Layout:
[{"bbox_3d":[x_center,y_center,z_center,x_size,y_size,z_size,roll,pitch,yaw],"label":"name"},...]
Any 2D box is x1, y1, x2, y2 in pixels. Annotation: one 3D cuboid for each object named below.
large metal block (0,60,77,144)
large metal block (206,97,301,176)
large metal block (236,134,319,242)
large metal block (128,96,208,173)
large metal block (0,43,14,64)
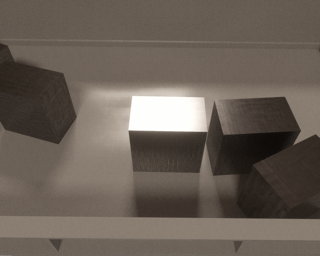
[{"bbox_3d":[-0.162,-0.032,0.394,0.080,0.080,0.050,14,52,11],"label":"large metal block"},{"bbox_3d":[0.102,0.011,0.361,0.081,0.080,0.050,-3,50,-3],"label":"large metal block"},{"bbox_3d":[0.134,0.063,0.318,0.081,0.080,0.050,-22,54,-18],"label":"large metal block"},{"bbox_3d":[0.009,0.009,0.362,0.081,0.080,0.050,1,50,0],"label":"large metal block"},{"bbox_3d":[-0.240,-0.063,0.419,0.050,0.080,0.080,20,53,16],"label":"large metal block"}]
